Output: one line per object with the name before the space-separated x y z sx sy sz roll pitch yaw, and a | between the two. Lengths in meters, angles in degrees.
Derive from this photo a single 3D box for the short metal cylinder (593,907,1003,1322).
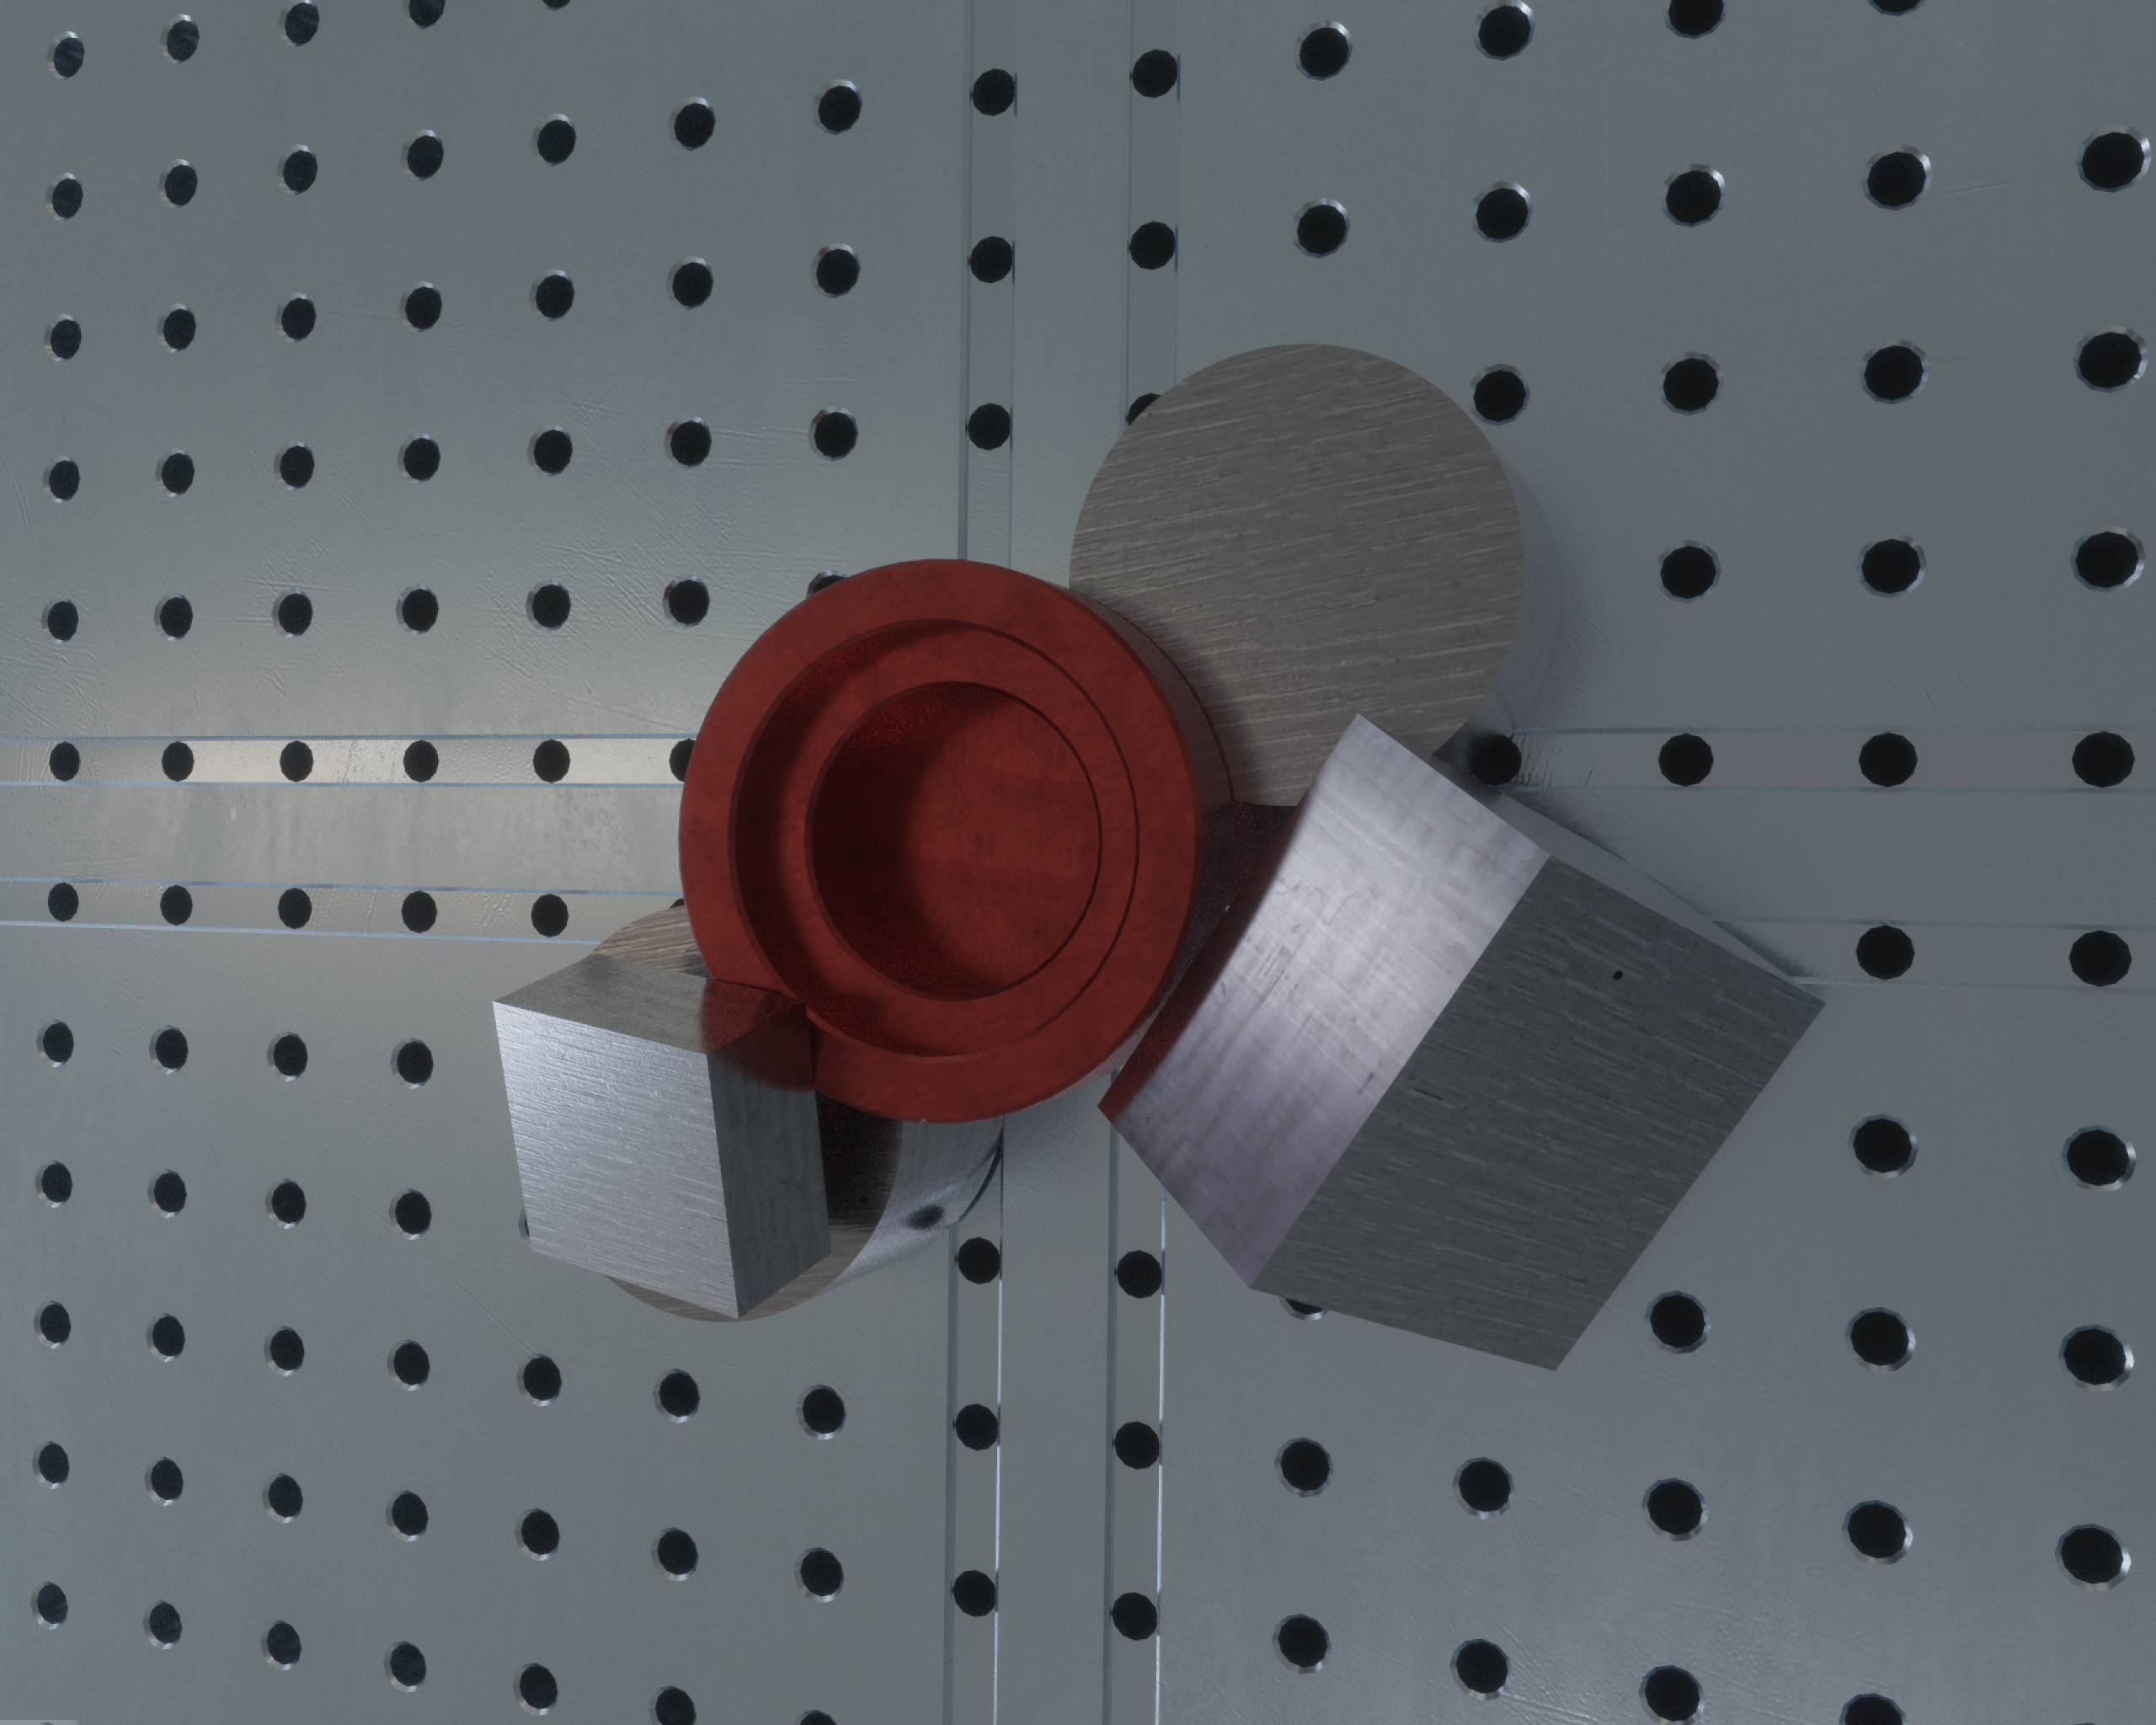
short metal cylinder | -0.061 0.047 0.420 0.080 0.050 0.079 0 90 20

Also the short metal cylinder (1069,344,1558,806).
short metal cylinder | 0.045 -0.050 0.383 0.080 0.050 0.079 0 90 20

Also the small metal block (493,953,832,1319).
small metal block | -0.074 0.048 0.372 0.050 0.025 0.050 9 113 31

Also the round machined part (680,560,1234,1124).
round machined part | -0.019 -0.004 0.379 0.098 0.042 0.097 0 90 20

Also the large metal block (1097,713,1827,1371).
large metal block | 0.065 0.033 0.353 0.080 0.080 0.050 -57 39 11
